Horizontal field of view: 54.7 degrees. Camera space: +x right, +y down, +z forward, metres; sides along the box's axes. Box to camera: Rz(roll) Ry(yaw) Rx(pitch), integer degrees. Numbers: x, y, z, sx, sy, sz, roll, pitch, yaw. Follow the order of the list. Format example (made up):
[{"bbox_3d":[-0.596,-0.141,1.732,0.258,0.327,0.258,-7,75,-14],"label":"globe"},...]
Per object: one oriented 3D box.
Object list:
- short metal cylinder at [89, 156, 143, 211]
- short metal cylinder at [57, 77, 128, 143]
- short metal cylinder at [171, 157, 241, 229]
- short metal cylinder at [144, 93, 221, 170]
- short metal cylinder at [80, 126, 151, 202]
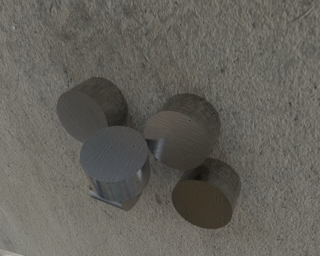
[{"bbox_3d":[-0.057,0.073,0.446,0.050,0.080,0.079,16,125,19],"label":"short metal cylinder"},{"bbox_3d":[-0.092,-0.024,0.424,0.080,0.050,0.079,13,124,21],"label":"short metal cylinder"},{"bbox_3d":[0.062,0.086,0.411,0.080,0.050,0.079,13,124,21],"label":"short metal cylinder"},{"bbox_3d":[0.028,0.004,0.378,0.080,0.050,0.079,13,124,21],"label":"short metal cylinder"},{"bbox_3d":[-0.053,0.044,0.385,0.080,0.080,0.050,19,145,17],"label":"short metal cylinder"}]
